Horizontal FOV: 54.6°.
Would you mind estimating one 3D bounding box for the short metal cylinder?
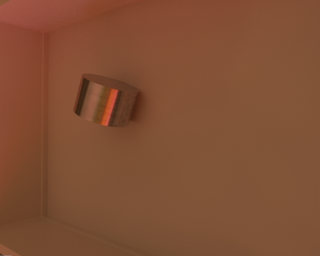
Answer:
[{"bbox_3d":[-0.075,-0.040,0.434,0.080,0.081,0.050,29,109,36],"label":"short metal cylinder"}]
